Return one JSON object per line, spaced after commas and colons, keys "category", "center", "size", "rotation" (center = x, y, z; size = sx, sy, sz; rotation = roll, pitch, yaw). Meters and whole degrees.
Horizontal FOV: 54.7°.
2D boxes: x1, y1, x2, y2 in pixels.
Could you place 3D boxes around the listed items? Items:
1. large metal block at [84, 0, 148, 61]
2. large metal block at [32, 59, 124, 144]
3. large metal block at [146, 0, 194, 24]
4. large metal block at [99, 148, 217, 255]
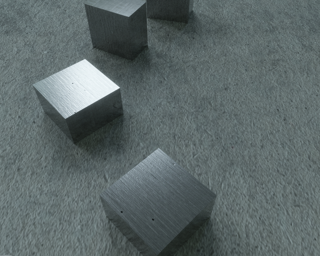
{"category": "large metal block", "center": [-0.069, -0.168, 0.508], "size": [0.080, 0.080, 0.050], "rotation": [22, 54, 18]}
{"category": "large metal block", "center": [-0.108, -0.038, 0.418], "size": [0.080, 0.050, 0.080], "rotation": [-35, 58, -26]}
{"category": "large metal block", "center": [0.020, -0.249, 0.577], "size": [0.080, 0.080, 0.050], "rotation": [11, 51, 9]}
{"category": "large metal block", "center": [-0.002, 0.081, 0.319], "size": [0.080, 0.050, 0.080], "rotation": [-37, 59, -27]}
